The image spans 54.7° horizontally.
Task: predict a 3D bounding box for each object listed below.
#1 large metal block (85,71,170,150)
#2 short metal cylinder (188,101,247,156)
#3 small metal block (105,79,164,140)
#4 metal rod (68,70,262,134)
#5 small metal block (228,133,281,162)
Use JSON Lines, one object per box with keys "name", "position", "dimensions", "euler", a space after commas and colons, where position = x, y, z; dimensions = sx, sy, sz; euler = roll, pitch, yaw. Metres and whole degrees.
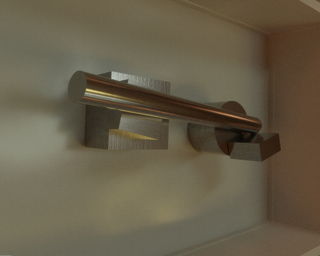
{"name": "large metal block", "position": [-0.036, -0.016, 0.358], "dimensions": [0.081, 0.050, 0.080], "euler": [3, 88, -40]}
{"name": "short metal cylinder", "position": [0.089, 0.000, 0.465], "dimensions": [0.081, 0.050, 0.079], "euler": [0, 90, -40]}
{"name": "small metal block", "position": [-0.024, -0.017, 0.321], "dimensions": [0.050, 0.025, 0.050], "euler": [17, 79, -39]}
{"name": "metal rod", "position": [0.038, -0.017, 0.347], "dimensions": [0.302, 0.025, 0.025], "euler": [8, 85, -48]}
{"name": "small metal block", "position": [0.133, 0.026, 0.436], "dimensions": [0.050, 0.050, 0.025], "euler": [-19, 102, -39]}
